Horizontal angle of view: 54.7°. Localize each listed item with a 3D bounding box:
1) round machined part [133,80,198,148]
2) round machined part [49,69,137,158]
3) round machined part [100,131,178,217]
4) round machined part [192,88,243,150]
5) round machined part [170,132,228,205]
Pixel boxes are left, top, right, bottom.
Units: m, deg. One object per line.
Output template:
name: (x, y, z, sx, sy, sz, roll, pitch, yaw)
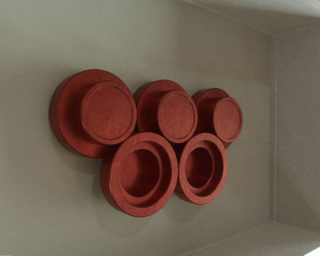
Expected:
round machined part: (0.010, -0.014, 0.401, 0.099, 0.042, 0.097, 1, 89, -39)
round machined part: (-0.065, -0.015, 0.338, 0.099, 0.042, 0.097, 1, 89, -41)
round machined part: (-0.028, 0.052, 0.369, 0.099, 0.042, 0.097, 0, 90, -40)
round machined part: (0.087, -0.012, 0.465, 0.099, 0.042, 0.097, 1, 89, -39)
round machined part: (0.047, 0.054, 0.433, 0.099, 0.042, 0.097, 0, 90, -40)
